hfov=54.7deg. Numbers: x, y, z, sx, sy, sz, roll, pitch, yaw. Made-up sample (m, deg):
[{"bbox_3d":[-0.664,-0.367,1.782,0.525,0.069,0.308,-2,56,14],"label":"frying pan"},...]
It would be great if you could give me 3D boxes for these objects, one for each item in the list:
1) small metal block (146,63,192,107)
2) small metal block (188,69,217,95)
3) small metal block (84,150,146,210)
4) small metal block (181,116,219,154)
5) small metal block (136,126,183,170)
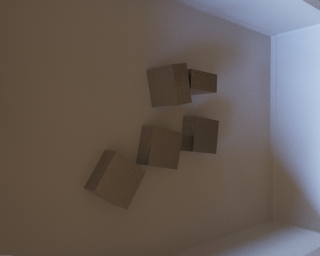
[{"bbox_3d":[0.011,-0.054,0.399,0.025,0.050,0.050,-15,100,-39],"label":"small metal block"},{"bbox_3d":[0.042,-0.062,0.425,0.050,0.050,0.025,3,89,-40],"label":"small metal block"},{"bbox_3d":[-0.052,0.060,0.363,0.050,0.025,0.050,40,66,-33],"label":"small metal block"},{"bbox_3d":[0.059,0.011,0.456,0.050,0.025,0.050,9,84,-40],"label":"small metal block"},{"bbox_3d":[0.000,0.026,0.406,0.050,0.025,0.050,15,81,-39],"label":"small metal block"}]
